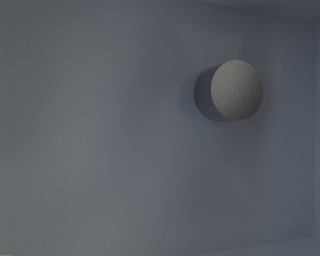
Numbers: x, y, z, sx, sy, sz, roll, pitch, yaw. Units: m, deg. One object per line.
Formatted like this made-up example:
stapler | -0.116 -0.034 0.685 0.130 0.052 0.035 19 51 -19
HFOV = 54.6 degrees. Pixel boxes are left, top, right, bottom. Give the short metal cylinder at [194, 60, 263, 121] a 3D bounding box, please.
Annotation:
short metal cylinder | 0.094 -0.050 0.431 0.081 0.050 0.080 0 90 -20
